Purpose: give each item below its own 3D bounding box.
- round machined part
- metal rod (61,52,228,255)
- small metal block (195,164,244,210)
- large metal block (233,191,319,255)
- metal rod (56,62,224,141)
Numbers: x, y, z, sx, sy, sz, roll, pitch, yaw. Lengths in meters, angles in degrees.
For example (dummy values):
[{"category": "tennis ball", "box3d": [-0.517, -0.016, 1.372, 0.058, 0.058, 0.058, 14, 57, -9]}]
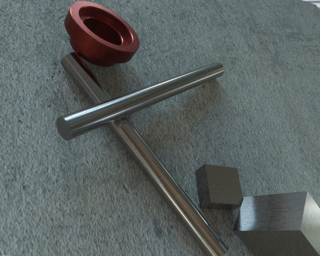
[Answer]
[{"category": "round machined part", "box3d": [-0.080, -0.120, 0.413, 0.099, 0.042, 0.098, 26, 38, -21]}, {"category": "metal rod", "box3d": [-0.024, 0.028, 0.374, 0.025, 0.025, 0.300, -32, 80, -38]}, {"category": "small metal block", "box3d": [0.076, 0.077, 0.400, 0.050, 0.025, 0.050, 10, 57, -23]}, {"category": "large metal block", "box3d": [0.147, 0.123, 0.361, 0.080, 0.080, 0.050, 50, 48, -19]}, {"category": "metal rod", "box3d": [0.001, -0.048, 0.412, 0.302, 0.025, 0.025, -27, 77, -45]}]
